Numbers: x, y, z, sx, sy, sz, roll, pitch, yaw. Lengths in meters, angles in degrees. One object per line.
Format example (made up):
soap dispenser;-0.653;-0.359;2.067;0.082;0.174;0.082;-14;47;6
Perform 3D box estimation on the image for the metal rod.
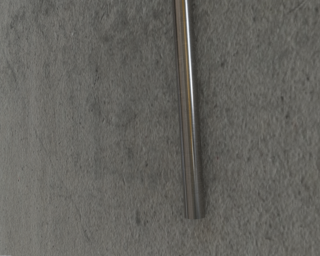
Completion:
metal rod;0.033;-0.043;0.375;0.025;0.025;0.298;-5;87;39
